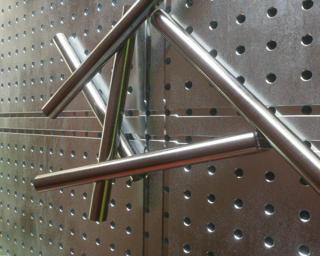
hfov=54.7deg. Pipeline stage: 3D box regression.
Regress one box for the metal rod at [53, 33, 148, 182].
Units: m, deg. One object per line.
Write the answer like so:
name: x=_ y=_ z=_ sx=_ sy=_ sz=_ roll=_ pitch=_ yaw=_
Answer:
metal rod: x=-0.103 y=-0.046 z=0.491 sx=0.025 sy=0.025 sz=0.299 roll=-48 pitch=62 yaw=29

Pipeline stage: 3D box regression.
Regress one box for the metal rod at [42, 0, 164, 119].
metal rod: x=-0.058 y=-0.120 z=0.414 sx=0.299 sy=0.025 sz=0.025 roll=-43 pitch=64 yaw=17

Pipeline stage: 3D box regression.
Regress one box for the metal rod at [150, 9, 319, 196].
metal rod: x=0.081 y=-0.041 z=0.341 sx=0.300 sy=0.025 sz=0.025 roll=52 pitch=120 yaw=27

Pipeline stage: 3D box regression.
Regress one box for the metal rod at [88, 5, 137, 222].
metal rod: x=-0.063 y=-0.022 z=0.433 sx=0.025 sy=0.025 sz=0.298 roll=6 pitch=86 yaw=39

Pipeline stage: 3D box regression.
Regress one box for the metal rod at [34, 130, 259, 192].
metal rod: x=-0.034 y=0.046 z=0.383 sx=0.300 sy=0.025 sz=0.025 roll=-14 pitch=81 yaw=22
